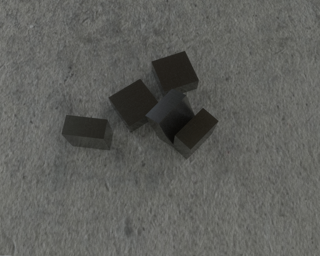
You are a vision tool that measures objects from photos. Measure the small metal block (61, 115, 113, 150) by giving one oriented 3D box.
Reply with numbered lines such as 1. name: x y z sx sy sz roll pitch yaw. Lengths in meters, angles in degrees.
1. small metal block: -0.090 0.007 0.391 0.050 0.050 0.025 7 70 2

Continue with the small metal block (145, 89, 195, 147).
1. small metal block: 0.015 -0.013 0.397 0.050 0.050 0.025 -46 50 -15

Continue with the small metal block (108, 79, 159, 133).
1. small metal block: -0.033 -0.030 0.419 0.050 0.025 0.050 -33 74 -12

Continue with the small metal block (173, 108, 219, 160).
1. small metal block: 0.044 0.009 0.392 0.025 0.050 0.050 43 75 13

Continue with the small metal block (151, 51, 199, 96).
1. small metal block: 0.020 -0.074 0.436 0.050 0.025 0.050 -19 71 -7
